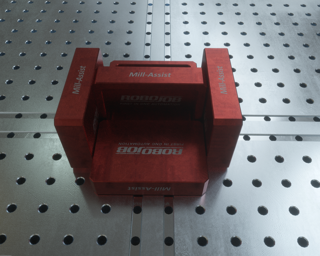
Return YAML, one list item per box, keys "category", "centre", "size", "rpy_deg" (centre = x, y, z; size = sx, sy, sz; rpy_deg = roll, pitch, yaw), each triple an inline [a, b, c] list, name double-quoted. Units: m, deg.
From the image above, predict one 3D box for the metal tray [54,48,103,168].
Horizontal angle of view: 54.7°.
- category: "metal tray"
  centre: [-0.092, -0.027, 0.386]
  size: [0.030, 0.089, 0.130]
  rpy_deg: [1, 50, 0]

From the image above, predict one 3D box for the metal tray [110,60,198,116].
- category: "metal tray"
  centre: [-0.010, -0.059, 0.454]
  size: [0.131, 0.030, 0.090]
  rpy_deg: [1, 50, 0]

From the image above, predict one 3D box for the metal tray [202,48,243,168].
- category: "metal tray"
  centre: [0.070, -0.027, 0.388]
  size: [0.030, 0.089, 0.130]
  rpy_deg: [1, 50, 0]

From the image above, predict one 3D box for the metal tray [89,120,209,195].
- category: "metal tray"
  centre: [-0.012, 0.033, 0.374]
  size: [0.131, 0.030, 0.090]
  rpy_deg: [1, 50, 0]

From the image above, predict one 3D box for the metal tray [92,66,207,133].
- category: "metal tray"
  centre: [-0.012, -0.033, 0.391]
  size: [0.131, 0.089, 0.030]
  rpy_deg: [1, 50, 0]
